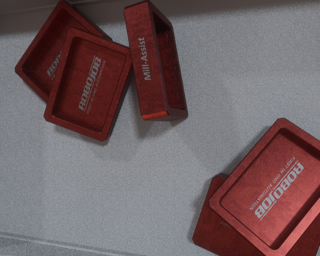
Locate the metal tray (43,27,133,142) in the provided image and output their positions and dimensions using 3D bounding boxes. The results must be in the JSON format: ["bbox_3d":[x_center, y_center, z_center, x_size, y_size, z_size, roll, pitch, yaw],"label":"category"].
[{"bbox_3d":[-0.093,-0.057,0.417,0.090,0.030,0.129,21,104,-1],"label":"metal tray"}]

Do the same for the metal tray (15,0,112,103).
[{"bbox_3d":[-0.143,-0.106,0.454,0.090,0.030,0.130,43,103,11],"label":"metal tray"}]

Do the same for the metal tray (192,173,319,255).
[{"bbox_3d":[0.114,0.118,0.367,0.130,0.030,0.089,19,96,18],"label":"metal tray"}]

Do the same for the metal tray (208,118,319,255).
[{"bbox_3d":[0.127,0.064,0.334,0.090,0.030,0.130,40,82,22],"label":"metal tray"}]

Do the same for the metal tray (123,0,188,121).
[{"bbox_3d":[-0.002,-0.074,0.375,0.030,0.090,0.129,-11,87,19],"label":"metal tray"}]
